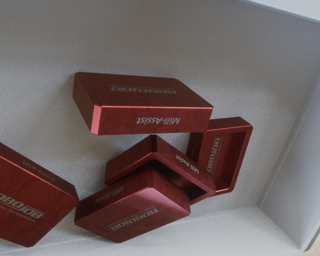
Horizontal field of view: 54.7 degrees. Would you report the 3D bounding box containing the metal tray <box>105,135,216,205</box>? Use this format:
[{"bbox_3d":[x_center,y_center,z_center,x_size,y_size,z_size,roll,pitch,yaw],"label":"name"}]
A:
[{"bbox_3d":[0.002,0.069,0.421,0.090,0.030,0.130,-33,130,26],"label":"metal tray"}]

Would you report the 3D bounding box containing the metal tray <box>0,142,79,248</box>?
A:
[{"bbox_3d":[-0.173,0.081,0.362,0.090,0.030,0.130,-44,130,2],"label":"metal tray"}]

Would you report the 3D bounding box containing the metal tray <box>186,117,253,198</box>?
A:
[{"bbox_3d":[0.086,0.049,0.484,0.091,0.030,0.129,-6,121,-26],"label":"metal tray"}]

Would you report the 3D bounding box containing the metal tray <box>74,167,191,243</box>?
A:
[{"bbox_3d":[-0.037,0.108,0.415,0.130,0.030,0.090,-29,131,22],"label":"metal tray"}]

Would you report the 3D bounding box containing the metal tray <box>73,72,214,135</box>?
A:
[{"bbox_3d":[-0.020,-0.028,0.339,0.131,0.090,0.030,-1,119,-28],"label":"metal tray"}]
